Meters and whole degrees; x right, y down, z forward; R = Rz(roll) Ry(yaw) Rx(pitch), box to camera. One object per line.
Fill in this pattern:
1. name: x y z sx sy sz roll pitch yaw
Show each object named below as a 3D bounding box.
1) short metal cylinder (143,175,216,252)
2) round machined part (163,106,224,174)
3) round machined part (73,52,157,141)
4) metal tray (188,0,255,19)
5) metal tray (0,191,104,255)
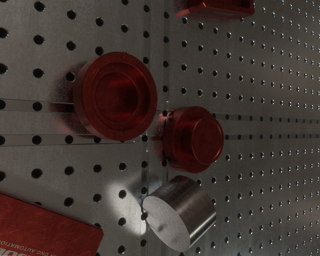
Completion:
1. short metal cylinder: 0.024 0.108 0.396 0.050 0.080 0.080 -31 110 -36
2. round machined part: 0.055 0.017 0.446 0.099 0.042 0.097 -1 91 -40
3. round machined part: -0.054 -0.035 0.355 0.099 0.042 0.097 0 90 -40
4. metal tray: 0.097 -0.226 0.489 0.131 0.030 0.089 -10 97 -40
5. metal tray: -0.129 0.121 0.299 0.130 0.030 0.090 35 68 -35
